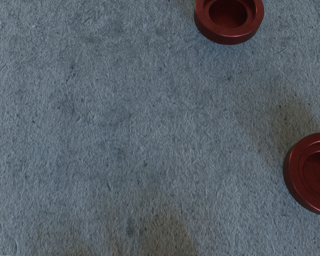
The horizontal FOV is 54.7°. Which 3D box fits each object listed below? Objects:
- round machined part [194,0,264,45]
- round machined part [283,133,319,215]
[{"bbox_3d":[0.099,-0.164,0.459,0.099,0.042,0.098,0,70,0],"label":"round machined part"},{"bbox_3d":[0.199,0.058,0.379,0.099,0.042,0.098,0,70,0],"label":"round machined part"}]
